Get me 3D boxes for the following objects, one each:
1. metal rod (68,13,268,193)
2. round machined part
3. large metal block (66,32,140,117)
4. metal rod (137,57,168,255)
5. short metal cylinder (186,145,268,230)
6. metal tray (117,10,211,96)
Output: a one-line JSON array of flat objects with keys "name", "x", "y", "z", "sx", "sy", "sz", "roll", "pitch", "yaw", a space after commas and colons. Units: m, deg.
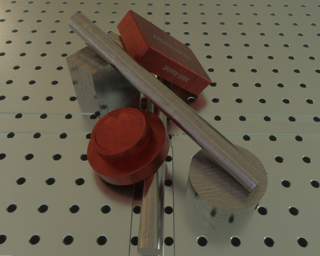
[{"name": "metal rod", "x": -0.007, "y": -0.043, "z": 0.352, "sx": 0.025, "sy": 0.025, "sz": 0.300, "roll": -36, "pitch": 67, "yaw": -26}, {"name": "round machined part", "x": -0.041, "y": 0.014, "z": 0.364, "sx": 0.098, "sy": 0.042, "sz": 0.098, "roll": -11, "pitch": 49, "yaw": 13}, {"name": "large metal block", "x": -0.075, "y": -0.074, "z": 0.434, "sx": 0.050, "sy": 0.080, "sz": 0.080, "roll": 34, "pitch": 58, "yaw": 25}, {"name": "metal rod", "x": -0.004, "y": 0.007, "z": 0.401, "sx": 0.025, "sy": 0.025, "sz": 0.300, "roll": 2, "pitch": 50, "yaw": 1}, {"name": "short metal cylinder", "x": 0.070, "y": 0.063, "z": 0.340, "sx": 0.081, "sy": 0.050, "sz": 0.080, "roll": 0, "pitch": 50, "yaw": 0}, {"name": "metal tray", "x": 0.008, "y": -0.104, "z": 0.441, "sx": 0.131, "sy": 0.030, "sz": 0.090, "roll": 20, "pitch": 35, "yaw": -41}]
